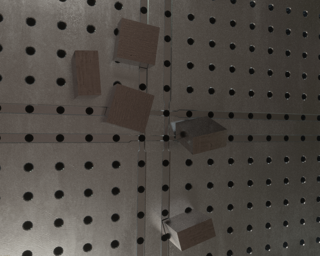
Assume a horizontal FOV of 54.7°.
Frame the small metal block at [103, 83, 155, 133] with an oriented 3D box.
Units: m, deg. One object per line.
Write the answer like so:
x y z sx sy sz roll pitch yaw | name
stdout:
-0.040 -0.024 0.399 0.050 0.025 0.050 17 84 -20 | small metal block

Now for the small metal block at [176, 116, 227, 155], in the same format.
0.055 0.008 0.418 0.050 0.050 0.025 -12 117 -20 | small metal block

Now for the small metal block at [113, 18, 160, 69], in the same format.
-0.031 -0.109 0.402 0.050 0.025 0.050 8 87 -20 | small metal block

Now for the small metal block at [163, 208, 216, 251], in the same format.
0.038 0.134 0.415 0.050 0.050 0.025 -16 96 -20 | small metal block

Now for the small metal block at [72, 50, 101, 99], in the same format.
-0.088 -0.061 0.367 0.025 0.050 0.050 -5 92 -20 | small metal block
